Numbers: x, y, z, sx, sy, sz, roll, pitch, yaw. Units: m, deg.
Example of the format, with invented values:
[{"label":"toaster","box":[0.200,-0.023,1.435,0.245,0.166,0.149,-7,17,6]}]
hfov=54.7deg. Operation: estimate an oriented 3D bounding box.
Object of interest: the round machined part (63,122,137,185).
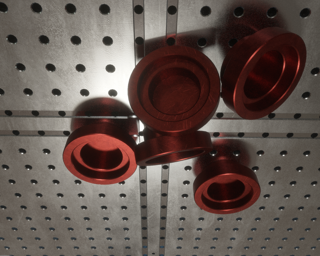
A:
[{"label":"round machined part","box":[-0.079,0.031,0.426,0.099,0.042,0.097,-1,130,0]}]

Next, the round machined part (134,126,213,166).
[{"label":"round machined part","box":[0.015,0.017,0.395,0.099,0.042,0.098,-11,166,-2]}]

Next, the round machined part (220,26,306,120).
[{"label":"round machined part","box":[0.105,-0.061,0.333,0.099,0.042,0.097,-20,132,-23]}]

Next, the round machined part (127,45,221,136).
[{"label":"round machined part","box":[0.017,-0.038,0.344,0.098,0.098,0.042,-9,164,7]}]

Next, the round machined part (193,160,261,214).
[{"label":"round machined part","box":[0.100,0.087,0.476,0.099,0.042,0.097,-1,130,0]}]
